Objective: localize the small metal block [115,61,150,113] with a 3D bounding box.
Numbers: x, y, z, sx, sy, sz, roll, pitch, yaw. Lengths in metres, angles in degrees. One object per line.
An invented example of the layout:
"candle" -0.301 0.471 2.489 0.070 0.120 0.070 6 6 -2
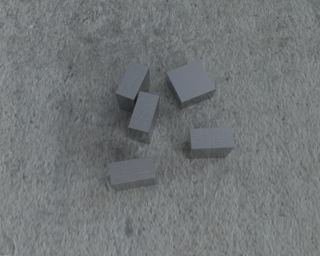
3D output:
"small metal block" -0.035 -0.052 0.414 0.025 0.050 0.050 21 71 7

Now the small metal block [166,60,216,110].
"small metal block" 0.042 -0.060 0.431 0.050 0.025 0.050 -22 72 -8

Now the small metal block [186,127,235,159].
"small metal block" 0.061 0.020 0.388 0.050 0.050 0.025 -2 70 -1

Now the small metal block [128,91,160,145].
"small metal block" -0.019 -0.012 0.399 0.025 0.050 0.050 14 71 5

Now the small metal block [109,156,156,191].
"small metal block" -0.032 0.056 0.374 0.050 0.050 0.025 -9 71 -4
